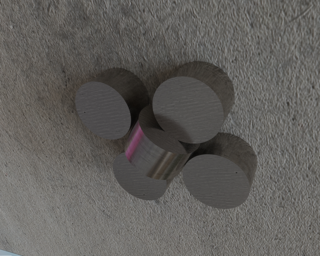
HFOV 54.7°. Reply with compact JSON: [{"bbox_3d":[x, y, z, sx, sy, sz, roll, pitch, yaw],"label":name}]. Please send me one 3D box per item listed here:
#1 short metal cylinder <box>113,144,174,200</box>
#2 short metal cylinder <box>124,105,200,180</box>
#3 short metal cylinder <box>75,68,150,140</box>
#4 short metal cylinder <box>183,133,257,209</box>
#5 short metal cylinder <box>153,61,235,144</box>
[{"bbox_3d":[-0.018,0.053,0.432,0.080,0.050,0.079,13,124,20],"label":"short metal cylinder"},{"bbox_3d":[0.003,0.016,0.380,0.080,0.080,0.050,34,129,5],"label":"short metal cylinder"},{"bbox_3d":[-0.061,-0.032,0.402,0.080,0.050,0.079,13,124,20],"label":"short metal cylinder"},{"bbox_3d":[0.075,0.052,0.383,0.080,0.050,0.079,13,124,20],"label":"short metal cylinder"},{"bbox_3d":[0.039,-0.029,0.350,0.080,0.050,0.079,13,124,20],"label":"short metal cylinder"}]
